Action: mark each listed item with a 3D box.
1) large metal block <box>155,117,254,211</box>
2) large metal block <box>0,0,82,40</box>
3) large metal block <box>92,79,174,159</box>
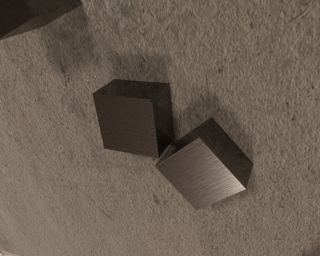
[{"bbox_3d":[0.055,0.047,0.389,0.080,0.050,0.080,48,129,-6],"label":"large metal block"},{"bbox_3d":[-0.155,-0.146,0.360,0.080,0.080,0.050,-12,112,33],"label":"large metal block"},{"bbox_3d":[-0.031,-0.014,0.397,0.080,0.050,0.079,8,122,23],"label":"large metal block"}]
